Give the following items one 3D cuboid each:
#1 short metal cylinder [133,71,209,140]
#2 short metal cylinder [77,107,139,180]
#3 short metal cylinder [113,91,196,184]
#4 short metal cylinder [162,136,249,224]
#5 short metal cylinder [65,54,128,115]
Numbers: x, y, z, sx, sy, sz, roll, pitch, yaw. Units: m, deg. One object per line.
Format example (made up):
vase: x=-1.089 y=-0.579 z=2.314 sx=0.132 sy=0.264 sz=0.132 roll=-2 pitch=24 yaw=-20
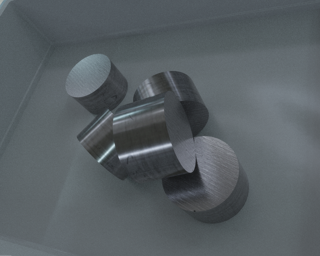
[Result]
short metal cylinder: x=0.012 y=-0.022 z=0.376 sx=0.080 sy=0.080 sz=0.050 roll=-28 pitch=53 yaw=10
short metal cylinder: x=-0.056 y=0.019 z=0.386 sx=0.050 sy=0.080 sz=0.080 roll=-46 pitch=51 yaw=-4
short metal cylinder: x=-0.003 y=0.009 z=0.301 sx=0.050 sy=0.080 sz=0.080 roll=-16 pitch=55 yaw=19
short metal cylinder: x=0.049 y=0.055 z=0.329 sx=0.080 sy=0.050 sz=0.080 roll=-13 pitch=56 yaw=20
short metal cylinder: x=-0.097 y=-0.067 z=0.480 sx=0.080 sy=0.050 sz=0.080 roll=-13 pitch=56 yaw=20
